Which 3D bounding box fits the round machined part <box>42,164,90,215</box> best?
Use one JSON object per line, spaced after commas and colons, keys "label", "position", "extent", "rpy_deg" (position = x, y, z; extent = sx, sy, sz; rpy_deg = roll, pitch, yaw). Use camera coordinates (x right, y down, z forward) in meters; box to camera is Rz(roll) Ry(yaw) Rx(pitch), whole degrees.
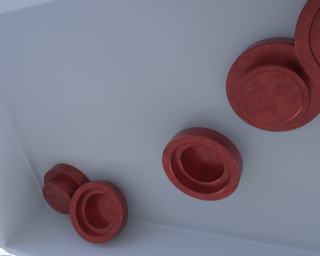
{"label": "round machined part", "position": [-0.170, 0.116, 0.556], "extent": [0.098, 0.042, 0.097], "rpy_deg": [13, 124, 20]}

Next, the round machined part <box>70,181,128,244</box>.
{"label": "round machined part", "position": [-0.096, 0.135, 0.511], "extent": [0.098, 0.042, 0.097], "rpy_deg": [-1, 86, 22]}

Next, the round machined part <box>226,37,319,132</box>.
{"label": "round machined part", "position": [0.115, -0.038, 0.313], "extent": [0.098, 0.042, 0.097], "rpy_deg": [13, 124, 20]}

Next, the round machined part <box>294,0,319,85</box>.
{"label": "round machined part", "position": [0.164, -0.075, 0.252], "extent": [0.098, 0.042, 0.097], "rpy_deg": [4, 99, 25]}

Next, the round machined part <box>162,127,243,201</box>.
{"label": "round machined part", "position": [0.056, 0.041, 0.393], "extent": [0.098, 0.042, 0.097], "rpy_deg": [13, 124, 20]}
